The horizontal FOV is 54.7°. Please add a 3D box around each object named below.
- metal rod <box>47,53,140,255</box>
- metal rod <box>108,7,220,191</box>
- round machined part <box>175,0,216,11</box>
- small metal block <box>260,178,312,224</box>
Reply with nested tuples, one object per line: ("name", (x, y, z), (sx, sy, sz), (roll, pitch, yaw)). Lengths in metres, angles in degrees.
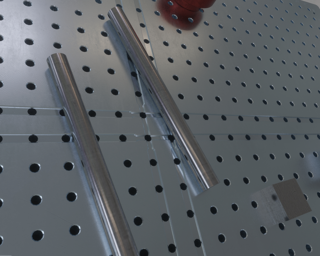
("metal rod", (-0.072, 0.043, 0.342), (0.025, 0.025, 0.299), (-12, 68, -33))
("metal rod", (-0.002, -0.051, 0.438), (0.025, 0.025, 0.299), (-17, 71, -35))
("round machined part", (0.061, -0.264, 0.591), (0.099, 0.042, 0.098), (14, 56, -21))
("small metal block", (0.179, 0.103, 0.441), (0.050, 0.025, 0.050), (-7, 65, -31))
